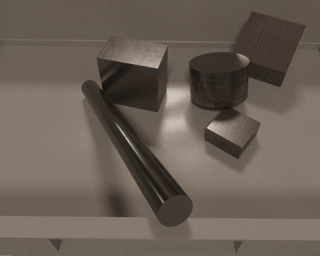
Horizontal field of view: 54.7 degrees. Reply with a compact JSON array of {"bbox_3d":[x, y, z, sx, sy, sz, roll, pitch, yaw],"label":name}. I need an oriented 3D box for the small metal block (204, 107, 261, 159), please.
[{"bbox_3d":[0.094,0.005,0.402,0.050,0.025,0.050,31,56,23],"label":"small metal block"}]

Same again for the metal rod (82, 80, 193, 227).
[{"bbox_3d":[-0.046,-0.002,0.328,0.025,0.025,0.300,-19,29,-16],"label":"metal rod"}]

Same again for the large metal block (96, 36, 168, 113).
[{"bbox_3d":[-0.035,-0.074,0.431,0.080,0.080,0.050,12,51,9],"label":"large metal block"}]

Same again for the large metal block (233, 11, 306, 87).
[{"bbox_3d":[0.162,-0.119,0.472,0.080,0.050,0.080,22,80,17],"label":"large metal block"}]

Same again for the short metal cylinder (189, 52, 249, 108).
[{"bbox_3d":[0.082,-0.069,0.432,0.080,0.050,0.080,-5,31,3],"label":"short metal cylinder"}]
